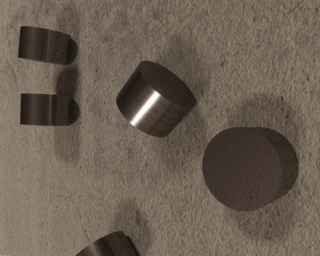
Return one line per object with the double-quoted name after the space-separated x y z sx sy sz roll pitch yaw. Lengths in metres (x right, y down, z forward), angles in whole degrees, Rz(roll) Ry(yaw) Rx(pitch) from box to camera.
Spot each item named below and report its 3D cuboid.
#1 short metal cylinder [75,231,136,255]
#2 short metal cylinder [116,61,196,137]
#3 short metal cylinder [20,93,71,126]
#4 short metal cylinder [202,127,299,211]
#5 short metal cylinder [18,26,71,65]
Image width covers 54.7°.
-0.073 0.187 0.427 0.080 0.081 0.050 -51 61 28 "short metal cylinder"
-0.005 -0.035 0.371 0.050 0.081 0.080 -50 61 28 "short metal cylinder"
-0.193 -0.030 0.525 0.080 0.081 0.050 5 93 39 "short metal cylinder"
0.091 0.039 0.313 0.080 0.050 0.079 0 90 39 "short metal cylinder"
-0.196 -0.138 0.528 0.080 0.081 0.050 13 99 39 "short metal cylinder"
